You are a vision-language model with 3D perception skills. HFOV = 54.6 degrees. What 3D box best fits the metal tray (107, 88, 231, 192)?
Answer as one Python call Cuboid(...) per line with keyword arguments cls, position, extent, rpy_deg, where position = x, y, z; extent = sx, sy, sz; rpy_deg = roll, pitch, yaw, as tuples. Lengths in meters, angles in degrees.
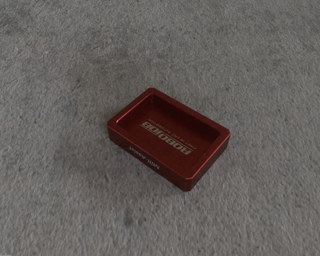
Cuboid(cls="metal tray", position=(0.010, 0.009, 0.392), extent=(0.130, 0.030, 0.090), rpy_deg=(32, 57, 24))
